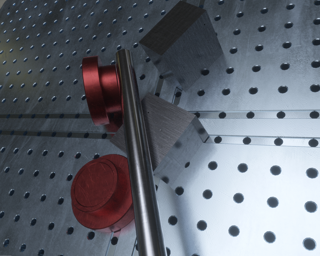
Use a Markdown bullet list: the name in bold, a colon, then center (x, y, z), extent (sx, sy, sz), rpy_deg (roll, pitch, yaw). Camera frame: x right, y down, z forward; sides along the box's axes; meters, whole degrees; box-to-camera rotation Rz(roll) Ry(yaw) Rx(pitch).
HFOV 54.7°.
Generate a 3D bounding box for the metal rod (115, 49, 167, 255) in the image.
- **metal rod**: center (-0.025, 0.020, 0.345), extent (0.025, 0.025, 0.299), rpy_deg (-22, 53, 15)

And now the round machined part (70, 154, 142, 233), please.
- **round machined part**: center (-0.071, 0.077, 0.388), extent (0.098, 0.042, 0.098), rpy_deg (-13, 56, 21)

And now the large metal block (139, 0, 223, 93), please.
- **large metal block**: center (0.031, -0.110, 0.424), extent (0.080, 0.080, 0.050), rpy_deg (-47, 51, -4)

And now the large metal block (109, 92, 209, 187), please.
- **large metal block**: center (-0.001, 0.013, 0.385), extent (0.080, 0.050, 0.080), rpy_deg (30, 78, 37)

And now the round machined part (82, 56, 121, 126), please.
- **round machined part**: center (-0.078, -0.054, 0.441), extent (0.042, 0.098, 0.098), rpy_deg (-9, 55, -4)
